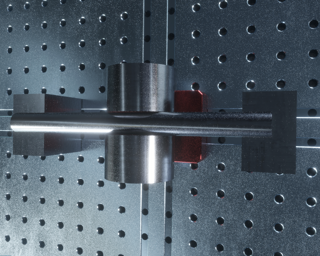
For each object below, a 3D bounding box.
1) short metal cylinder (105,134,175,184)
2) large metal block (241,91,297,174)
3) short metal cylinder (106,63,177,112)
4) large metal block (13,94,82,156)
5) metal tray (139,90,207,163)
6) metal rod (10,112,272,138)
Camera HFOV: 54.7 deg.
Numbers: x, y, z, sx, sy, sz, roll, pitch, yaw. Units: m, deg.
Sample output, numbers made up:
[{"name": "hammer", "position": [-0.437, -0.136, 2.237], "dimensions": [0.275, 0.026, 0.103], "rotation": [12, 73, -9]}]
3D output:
[{"name": "short metal cylinder", "position": [-0.023, 0.032, 0.360], "dimensions": [0.080, 0.080, 0.050], "rotation": [1, 91, 20]}, {"name": "large metal block", "position": [0.120, 0.004, 0.340], "dimensions": [0.050, 0.080, 0.080], "rotation": [1, 90, 20]}, {"name": "short metal cylinder", "position": [-0.021, -0.043, 0.359], "dimensions": [0.080, 0.080, 0.050], "rotation": [1, 91, 20]}, {"name": "large metal block", "position": [-0.156, -0.004, 0.437], "dimensions": [0.050, 0.080, 0.080], "rotation": [1, 90, 20]}, {"name": "metal tray", "position": [-0.005, -0.003, 0.412], "dimensions": [0.130, 0.030, 0.089], "rotation": [2, 91, 19]}, {"name": "metal rod", "position": [-0.037, -0.005, 0.340], "dimensions": [0.301, 0.025, 0.025], "rotation": [1, 90, 19]}]
